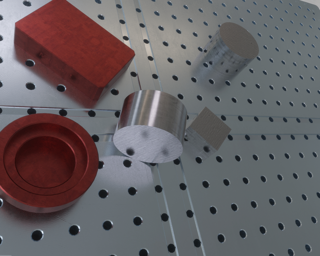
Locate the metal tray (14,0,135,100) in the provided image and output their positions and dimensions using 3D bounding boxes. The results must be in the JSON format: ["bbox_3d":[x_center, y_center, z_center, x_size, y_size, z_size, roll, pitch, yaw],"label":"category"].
[{"bbox_3d":[-0.110,-0.107,0.411,0.130,0.030,0.090,36,51,-4],"label":"metal tray"}]

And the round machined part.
[{"bbox_3d":[-0.116,0.037,0.312,0.099,0.042,0.098,14,56,-21],"label":"round machined part"}]

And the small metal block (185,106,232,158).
[{"bbox_3d":[0.066,0.005,0.441,0.050,0.025,0.050,42,51,0],"label":"small metal block"}]

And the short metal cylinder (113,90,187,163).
[{"bbox_3d":[-0.010,0.000,0.368,0.080,0.080,0.050,21,54,-16],"label":"short metal cylinder"}]

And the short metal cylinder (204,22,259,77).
[{"bbox_3d":[0.124,-0.137,0.543,0.081,0.050,0.080,14,56,-21],"label":"short metal cylinder"}]
